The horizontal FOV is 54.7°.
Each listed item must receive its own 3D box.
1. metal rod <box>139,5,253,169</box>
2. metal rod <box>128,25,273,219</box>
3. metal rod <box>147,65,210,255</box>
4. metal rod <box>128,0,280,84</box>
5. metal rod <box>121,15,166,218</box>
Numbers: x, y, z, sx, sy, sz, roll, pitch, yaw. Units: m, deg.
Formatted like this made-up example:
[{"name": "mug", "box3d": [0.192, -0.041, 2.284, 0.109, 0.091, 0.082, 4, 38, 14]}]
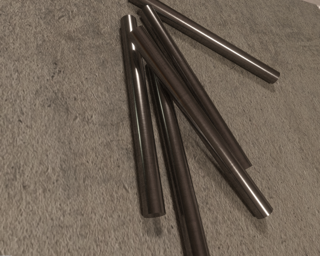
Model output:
[{"name": "metal rod", "box3d": [0.048, -0.067, 0.472, 0.025, 0.025, 0.299, -18, 72, -35]}, {"name": "metal rod", "box3d": [0.053, -0.008, 0.416, 0.025, 0.025, 0.299, -34, 88, -38]}, {"name": "metal rod", "box3d": [0.019, 0.027, 0.398, 0.025, 0.025, 0.299, 3, 60, -27]}, {"name": "metal rod", "box3d": [0.084, -0.159, 0.548, 0.301, 0.025, 0.025, 26, 52, -12]}, {"name": "metal rod", "box3d": [-0.027, -0.034, 0.411, 0.025, 0.025, 0.299, 5, 59, -26]}]
